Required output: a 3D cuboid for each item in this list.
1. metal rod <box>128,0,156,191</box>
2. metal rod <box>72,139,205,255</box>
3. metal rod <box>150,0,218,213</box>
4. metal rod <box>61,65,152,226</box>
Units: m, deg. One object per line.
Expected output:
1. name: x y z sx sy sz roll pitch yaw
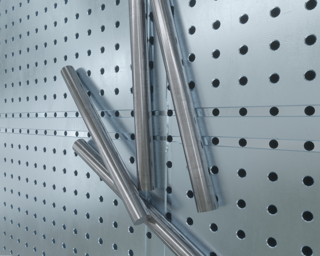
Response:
1. metal rod: -0.026 -0.065 0.431 0.025 0.025 0.298 -5 87 40
2. metal rod: -0.036 0.103 0.440 0.300 0.025 0.025 36 112 34
3. metal rod: 0.025 -0.048 0.389 0.025 0.025 0.299 -20 77 38
4. metal rod: -0.092 0.009 0.470 0.025 0.025 0.299 -51 55 28
